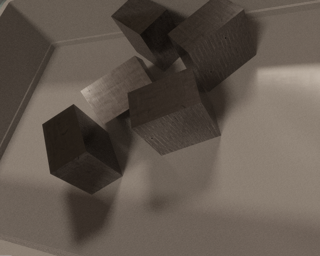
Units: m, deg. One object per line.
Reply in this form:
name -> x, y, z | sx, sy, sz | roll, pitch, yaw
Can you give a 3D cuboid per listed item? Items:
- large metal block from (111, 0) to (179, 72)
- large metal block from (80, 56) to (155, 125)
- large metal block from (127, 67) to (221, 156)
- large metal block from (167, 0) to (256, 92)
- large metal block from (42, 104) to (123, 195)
large metal block -> -0.015, -0.143, 0.464 | 0.050, 0.080, 0.080 | -45, 51, -3
large metal block -> -0.048, -0.052, 0.418 | 0.080, 0.080, 0.050 | -32, 96, 7
large metal block -> 0.018, -0.016, 0.368 | 0.080, 0.080, 0.050 | -20, 56, 16
large metal block -> 0.069, -0.107, 0.399 | 0.080, 0.080, 0.050 | -39, 51, 2
large metal block -> -0.100, 0.029, 0.403 | 0.050, 0.080, 0.080 | -32, 52, 7
